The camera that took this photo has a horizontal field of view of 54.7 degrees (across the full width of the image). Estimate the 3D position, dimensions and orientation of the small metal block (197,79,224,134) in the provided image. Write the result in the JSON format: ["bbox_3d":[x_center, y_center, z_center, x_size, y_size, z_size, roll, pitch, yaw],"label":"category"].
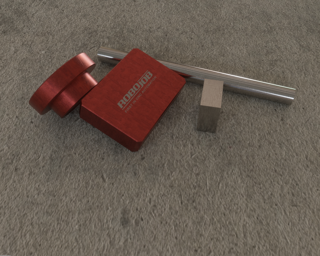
[{"bbox_3d":[0.067,-0.029,0.412,0.025,0.050,0.050,9,51,7],"label":"small metal block"}]

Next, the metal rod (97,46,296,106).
[{"bbox_3d":[0.047,-0.082,0.472,0.301,0.025,0.025,15,52,12],"label":"metal rod"}]

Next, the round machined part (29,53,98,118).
[{"bbox_3d":[-0.120,-0.050,0.409,0.042,0.098,0.098,46,56,-10],"label":"round machined part"}]

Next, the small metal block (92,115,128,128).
[{"bbox_3d":[-0.066,-0.027,0.425,0.050,0.025,0.050,1,50,0],"label":"small metal block"}]

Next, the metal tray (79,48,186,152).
[{"bbox_3d":[-0.033,-0.042,0.417,0.090,0.030,0.130,34,55,3],"label":"metal tray"}]
